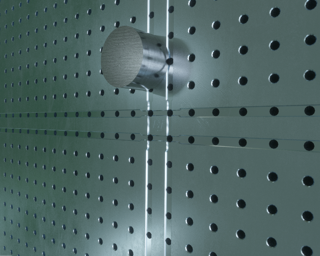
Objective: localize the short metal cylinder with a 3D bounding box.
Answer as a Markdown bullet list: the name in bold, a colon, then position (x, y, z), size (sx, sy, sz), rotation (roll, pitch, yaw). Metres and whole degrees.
- **short metal cylinder**: position (-0.035, -0.093, 0.423), size (0.080, 0.050, 0.080), rotation (0, 90, 40)
